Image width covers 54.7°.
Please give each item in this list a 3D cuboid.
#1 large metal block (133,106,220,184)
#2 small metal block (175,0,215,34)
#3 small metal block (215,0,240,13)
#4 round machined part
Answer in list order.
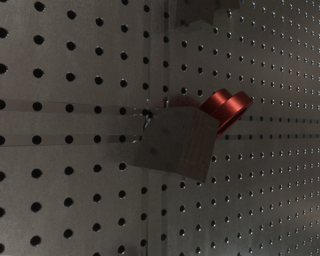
[{"bbox_3d":[0.020,0.020,0.393,0.050,0.080,0.080,26,74,-38],"label":"large metal block"},{"bbox_3d":[0.049,-0.166,0.436,0.025,0.050,0.050,9,85,-40],"label":"small metal block"},{"bbox_3d":[0.100,-0.213,0.495,0.050,0.025,0.050,-17,101,-39],"label":"small metal block"},{"bbox_3d":[0.083,-0.019,0.447,0.099,0.097,0.042,-32,73,-36],"label":"round machined part"}]
